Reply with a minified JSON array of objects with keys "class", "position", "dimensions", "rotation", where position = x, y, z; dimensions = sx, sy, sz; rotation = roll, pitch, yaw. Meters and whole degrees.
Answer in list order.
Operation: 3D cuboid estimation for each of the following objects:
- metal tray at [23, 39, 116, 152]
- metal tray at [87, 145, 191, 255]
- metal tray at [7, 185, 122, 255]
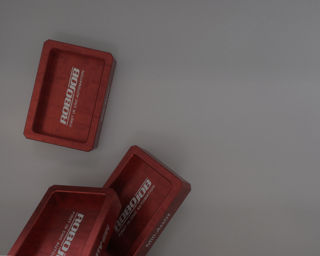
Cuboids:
[{"class":"metal tray","position":[-0.116,-0.041,0.407],"dimensions":[0.091,0.030,0.129],"rotation":[13,90,0]},{"class":"metal tray","position":[-0.034,0.098,0.386],"dimensions":[0.090,0.030,0.130],"rotation":[35,90,32]},{"class":"metal tray","position":[-0.106,0.123,0.338],"dimensions":[0.090,0.130,0.030],"rotation":[0,130,16]}]
